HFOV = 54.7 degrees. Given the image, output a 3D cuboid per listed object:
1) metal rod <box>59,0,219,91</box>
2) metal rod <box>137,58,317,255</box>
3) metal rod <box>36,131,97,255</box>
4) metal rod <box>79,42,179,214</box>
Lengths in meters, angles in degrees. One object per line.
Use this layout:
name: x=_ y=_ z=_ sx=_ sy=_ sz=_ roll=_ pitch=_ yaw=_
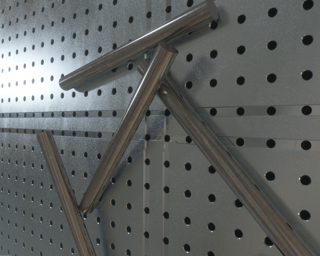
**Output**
metal rod: x=-0.053 y=-0.107 z=0.450 sx=0.300 sy=0.025 sz=0.025 roll=-15 pitch=81 yaw=38
metal rod: x=0.060 y=0.023 z=0.358 sx=0.025 sy=0.025 sz=0.300 roll=-51 pitch=60 yaw=27
metal rod: x=-0.137 y=0.146 z=0.496 sx=0.025 sy=0.025 sz=0.299 roll=-29 pitch=79 yaw=36
metal rod: x=-0.055 y=0.019 z=0.431 sx=0.025 sy=0.025 sz=0.298 roll=49 pitch=125 yaw=28
